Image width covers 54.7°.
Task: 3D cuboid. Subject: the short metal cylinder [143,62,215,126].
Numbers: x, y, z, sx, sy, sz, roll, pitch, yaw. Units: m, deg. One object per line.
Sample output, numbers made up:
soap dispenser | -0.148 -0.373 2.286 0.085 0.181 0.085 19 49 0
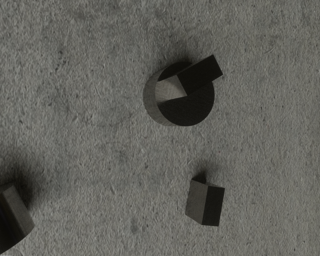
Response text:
short metal cylinder | 0.023 -0.042 0.405 0.081 0.050 0.080 0 90 -20

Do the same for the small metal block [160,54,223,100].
small metal block | 0.035 -0.057 0.356 0.050 0.050 0.025 -32 101 -17

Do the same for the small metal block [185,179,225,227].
small metal block | 0.060 0.100 0.418 0.025 0.050 0.050 12 86 -20

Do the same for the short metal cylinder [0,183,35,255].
short metal cylinder | -0.178 0.097 0.314 0.081 0.080 0.050 -25 99 -18
